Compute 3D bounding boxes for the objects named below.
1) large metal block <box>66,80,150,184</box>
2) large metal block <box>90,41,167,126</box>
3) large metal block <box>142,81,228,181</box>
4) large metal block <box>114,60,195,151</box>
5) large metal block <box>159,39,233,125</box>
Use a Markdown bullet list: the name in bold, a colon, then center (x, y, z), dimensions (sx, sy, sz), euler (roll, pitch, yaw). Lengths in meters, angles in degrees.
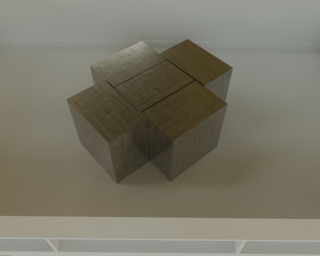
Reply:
- **large metal block**: center (-0.058, 0.004, 0.364), dimensions (0.050, 0.080, 0.080), euler (-34, 58, -25)
- **large metal block**: center (-0.039, -0.056, 0.414), dimensions (0.080, 0.080, 0.050), euler (-33, 58, -25)
- **large metal block**: center (0.027, 0.004, 0.366), dimensions (0.080, 0.080, 0.050), euler (-33, 58, -25)
- **large metal block**: center (-0.006, -0.026, 0.390), dimensions (0.080, 0.080, 0.050), euler (-33, 58, -25)
- **large metal block**: center (0.044, -0.059, 0.419), dimensions (0.050, 0.080, 0.080), euler (-34, 58, -25)
